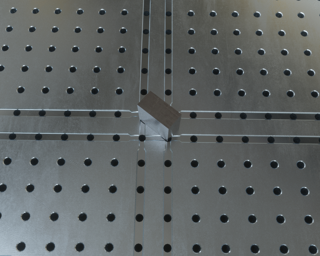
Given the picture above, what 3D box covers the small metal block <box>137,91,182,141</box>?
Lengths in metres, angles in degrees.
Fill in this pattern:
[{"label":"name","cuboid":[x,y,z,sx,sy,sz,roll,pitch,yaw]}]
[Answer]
[{"label":"small metal block","cuboid":[-0.001,-0.014,0.403,0.050,0.050,0.025,38,74,12]}]
